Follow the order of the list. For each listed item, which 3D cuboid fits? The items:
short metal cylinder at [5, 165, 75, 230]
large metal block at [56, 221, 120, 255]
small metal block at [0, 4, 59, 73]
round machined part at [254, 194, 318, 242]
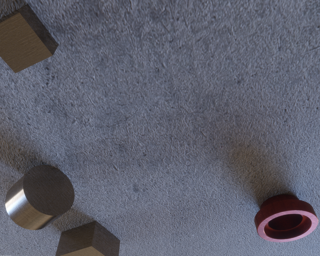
[{"bbox_3d":[-0.175,0.101,0.455,0.080,0.080,0.050,37,121,-27],"label":"short metal cylinder"},{"bbox_3d":[-0.133,0.227,0.582,0.080,0.050,0.080,-23,127,17],"label":"large metal block"},{"bbox_3d":[-0.146,-0.093,0.326,0.050,0.025,0.050,-20,128,16],"label":"small metal block"},{"bbox_3d":[0.210,0.150,0.527,0.099,0.042,0.097,-1,130,0],"label":"round machined part"}]
